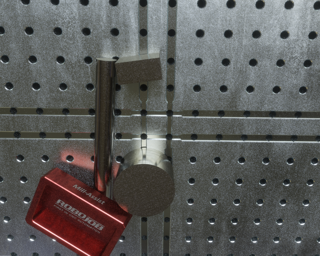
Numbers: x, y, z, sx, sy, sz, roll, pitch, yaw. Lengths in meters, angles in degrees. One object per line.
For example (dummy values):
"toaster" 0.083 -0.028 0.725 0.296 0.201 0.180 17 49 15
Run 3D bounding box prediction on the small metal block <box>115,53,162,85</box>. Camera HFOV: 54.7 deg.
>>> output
"small metal block" -0.024 -0.072 0.373 0.050 0.050 0.025 -7 110 2

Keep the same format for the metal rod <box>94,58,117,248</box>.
"metal rod" -0.079 0.055 0.432 0.025 0.025 0.298 5 110 -2

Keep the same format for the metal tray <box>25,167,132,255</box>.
"metal tray" -0.115 0.125 0.435 0.130 0.030 0.089 30 113 4

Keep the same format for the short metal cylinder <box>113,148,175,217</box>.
"short metal cylinder" -0.021 0.074 0.427 0.081 0.050 0.079 0 110 0
